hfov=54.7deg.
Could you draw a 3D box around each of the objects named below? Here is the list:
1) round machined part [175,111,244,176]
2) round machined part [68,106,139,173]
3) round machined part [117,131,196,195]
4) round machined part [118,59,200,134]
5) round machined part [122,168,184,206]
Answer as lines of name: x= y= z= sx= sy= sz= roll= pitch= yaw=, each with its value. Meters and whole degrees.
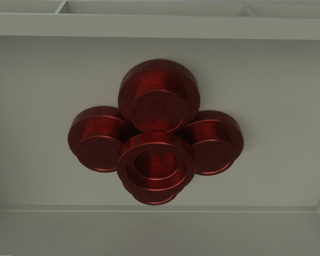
round machined part: x=0.064 y=0.027 z=0.419 sx=0.099 sy=0.042 sz=0.097 roll=0 pitch=130 yaw=0
round machined part: x=-0.073 y=0.022 z=0.413 sx=0.099 sy=0.042 sz=0.097 roll=0 pitch=130 yaw=0
round machined part: x=-0.005 y=0.040 z=0.402 sx=0.099 sy=0.042 sz=0.097 roll=0 pitch=130 yaw=0
round machined part: x=-0.001 y=-0.028 z=0.370 sx=0.099 sy=0.042 sz=0.097 roll=0 pitch=130 yaw=0
round machined part: x=-0.008 y=0.078 z=0.461 sx=0.099 sy=0.042 sz=0.097 roll=-1 pitch=129 yaw=-1
